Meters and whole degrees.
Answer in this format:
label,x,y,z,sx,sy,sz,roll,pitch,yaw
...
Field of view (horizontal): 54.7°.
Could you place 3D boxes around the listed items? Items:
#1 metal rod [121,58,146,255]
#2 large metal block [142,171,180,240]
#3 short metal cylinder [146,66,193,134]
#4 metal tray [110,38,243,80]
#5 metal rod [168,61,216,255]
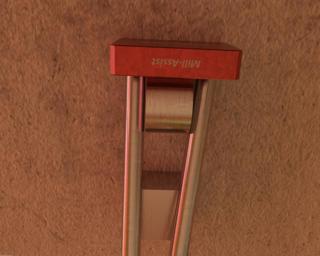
label,x,y,z,sx,sy,sz,roll,pitch,yaw
metal rod,-0.033,0.060,0.384,0.025,0.025,0.298,2,95,-1
large metal block,0.002,0.108,0.435,0.081,0.050,0.079,2,110,-1
short metal cylinder,0.009,-0.033,0.370,0.050,0.080,0.079,2,110,-2
metal tray,0.016,-0.079,0.347,0.131,0.090,0.030,2,110,-1
metal rod,0.038,0.063,0.385,0.025,0.025,0.298,8,95,-3
